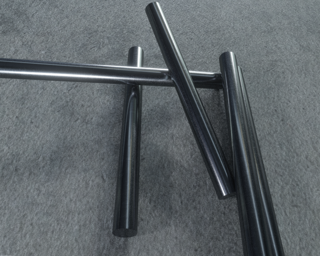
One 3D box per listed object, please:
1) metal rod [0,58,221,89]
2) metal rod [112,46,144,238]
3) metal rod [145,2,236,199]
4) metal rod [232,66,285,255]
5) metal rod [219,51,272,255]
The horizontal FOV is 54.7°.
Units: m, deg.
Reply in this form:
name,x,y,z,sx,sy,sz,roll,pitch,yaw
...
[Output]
name,x,y,z,sx,sy,sz,roll,pitch,yaw
metal rod,-0.053,-0.072,0.424,0.302,0.025,0.025,1,49,-16
metal rod,-0.037,-0.008,0.409,0.025,0.025,0.300,0,50,-1
metal rod,0.033,-0.053,0.406,0.025,0.025,0.299,-13,64,-11
metal rod,0.110,0.028,0.380,0.025,0.025,0.300,1,50,0
metal rod,0.095,0.012,0.367,0.025,0.025,0.300,2,51,1
